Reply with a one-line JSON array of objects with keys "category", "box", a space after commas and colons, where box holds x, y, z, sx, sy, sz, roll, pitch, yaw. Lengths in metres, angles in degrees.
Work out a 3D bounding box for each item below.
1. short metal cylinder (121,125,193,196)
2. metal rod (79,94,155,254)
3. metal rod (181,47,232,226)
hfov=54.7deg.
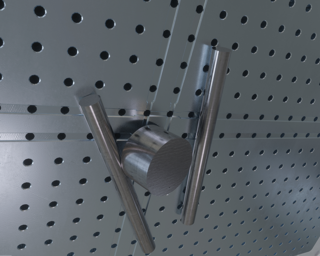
[{"category": "short metal cylinder", "box": [-0.003, 0.041, 0.404, 0.081, 0.050, 0.079, -23, 125, -37]}, {"category": "metal rod", "box": [-0.049, 0.085, 0.437, 0.025, 0.025, 0.298, -24, 128, -14]}, {"category": "metal rod", "box": [0.063, 0.030, 0.464, 0.025, 0.025, 0.298, -8, 122, -25]}]
